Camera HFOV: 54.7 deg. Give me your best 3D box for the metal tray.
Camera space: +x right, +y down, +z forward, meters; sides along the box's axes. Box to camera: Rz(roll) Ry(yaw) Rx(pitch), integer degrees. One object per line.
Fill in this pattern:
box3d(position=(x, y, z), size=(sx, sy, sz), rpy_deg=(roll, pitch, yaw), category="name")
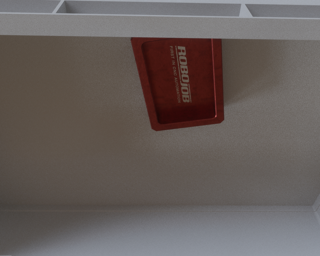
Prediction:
box3d(position=(0.025, -0.058, 0.356), size=(0.090, 0.030, 0.129), rpy_deg=(-7, 130, 5), category="metal tray")
